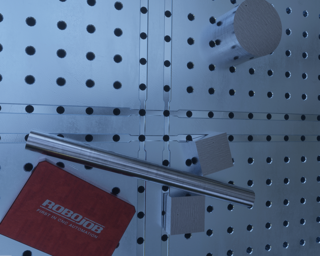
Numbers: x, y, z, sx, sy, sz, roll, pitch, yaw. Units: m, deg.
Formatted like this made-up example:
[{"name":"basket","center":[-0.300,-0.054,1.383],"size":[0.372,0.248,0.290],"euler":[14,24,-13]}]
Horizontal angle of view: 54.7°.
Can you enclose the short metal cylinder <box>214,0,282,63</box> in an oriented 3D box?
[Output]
[{"name":"short metal cylinder","center":[0.126,-0.139,0.447],"size":[0.081,0.050,0.079],"euler":[0,90,-21]}]

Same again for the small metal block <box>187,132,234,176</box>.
[{"name":"small metal block","center":[0.072,0.036,0.441],"size":[0.050,0.025,0.050],"euler":[-15,95,-20]}]

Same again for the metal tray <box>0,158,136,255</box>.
[{"name":"metal tray","center":[-0.107,0.105,0.371],"size":[0.130,0.030,0.090],"euler":[32,79,-18]}]

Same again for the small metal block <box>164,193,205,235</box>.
[{"name":"small metal block","center":[0.033,0.116,0.426],"size":[0.050,0.025,0.050],"euler":[1,90,-20]}]

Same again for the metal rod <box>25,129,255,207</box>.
[{"name":"metal rod","center":[-0.012,0.056,0.397],"size":[0.302,0.025,0.025],"euler":[17,84,-15]}]
